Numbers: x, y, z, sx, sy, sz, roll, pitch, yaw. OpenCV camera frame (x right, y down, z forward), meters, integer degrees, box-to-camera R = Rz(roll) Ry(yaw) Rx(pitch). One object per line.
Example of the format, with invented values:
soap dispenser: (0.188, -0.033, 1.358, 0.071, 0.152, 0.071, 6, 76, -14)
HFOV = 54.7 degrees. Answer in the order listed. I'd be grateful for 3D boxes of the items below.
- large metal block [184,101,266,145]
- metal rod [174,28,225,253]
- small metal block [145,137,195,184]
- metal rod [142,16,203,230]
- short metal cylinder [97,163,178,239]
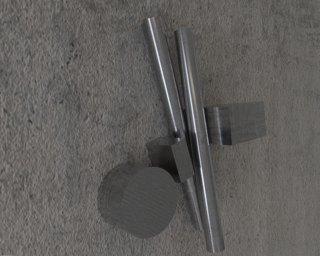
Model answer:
large metal block: (0.094, -0.008, 0.447, 0.081, 0.080, 0.050, -10, 97, -40)
metal rod: (0.053, 0.018, 0.417, 0.025, 0.025, 0.298, -12, 94, -39)
small metal block: (0.013, 0.040, 0.399, 0.025, 0.050, 0.050, -26, 106, -37)
metal rod: (0.026, 0.002, 0.426, 0.025, 0.025, 0.298, -24, 105, -38)
short metal cylinder: (-0.026, 0.083, 0.367, 0.081, 0.050, 0.080, 0, 90, -40)
